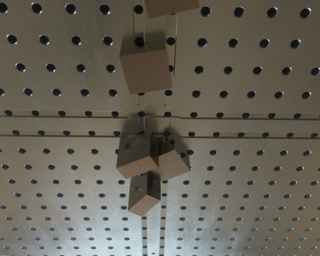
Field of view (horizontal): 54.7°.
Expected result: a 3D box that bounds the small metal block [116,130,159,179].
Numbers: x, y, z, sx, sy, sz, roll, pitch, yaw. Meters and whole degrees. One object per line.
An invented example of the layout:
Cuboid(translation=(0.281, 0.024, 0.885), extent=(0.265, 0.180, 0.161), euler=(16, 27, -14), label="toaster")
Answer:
Cuboid(translation=(-0.030, 0.036, 0.426), extent=(0.050, 0.050, 0.025), euler=(-22, 127, 17), label="small metal block")

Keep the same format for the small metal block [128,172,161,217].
Cuboid(translation=(-0.024, 0.100, 0.480), extent=(0.025, 0.050, 0.050), euler=(30, 124, -23), label="small metal block")

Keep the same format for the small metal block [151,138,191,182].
Cuboid(translation=(0.010, 0.047, 0.452), extent=(0.050, 0.025, 0.050), euler=(-23, 127, 18), label="small metal block")

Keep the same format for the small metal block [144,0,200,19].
Cuboid(translation=(0.008, -0.138, 0.294), extent=(0.050, 0.025, 0.050), euler=(-10, 130, 8), label="small metal block")

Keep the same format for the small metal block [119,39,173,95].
Cuboid(translation=(-0.015, -0.069, 0.353), extent=(0.050, 0.025, 0.050), euler=(-8, 130, 6), label="small metal block")
